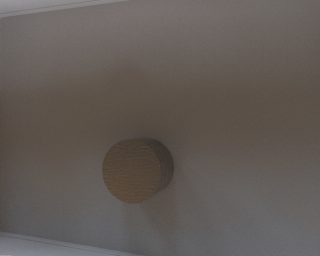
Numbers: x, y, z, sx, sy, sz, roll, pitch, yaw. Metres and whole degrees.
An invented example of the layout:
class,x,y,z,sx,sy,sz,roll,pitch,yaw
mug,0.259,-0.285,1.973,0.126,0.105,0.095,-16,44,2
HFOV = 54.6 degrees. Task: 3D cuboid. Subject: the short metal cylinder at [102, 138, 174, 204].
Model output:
class,x,y,z,sx,sy,sz,roll,pitch,yaw
short metal cylinder,-0.028,0.054,0.407,0.080,0.050,0.080,0,90,20
